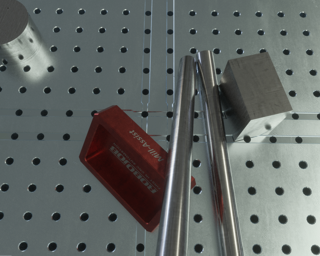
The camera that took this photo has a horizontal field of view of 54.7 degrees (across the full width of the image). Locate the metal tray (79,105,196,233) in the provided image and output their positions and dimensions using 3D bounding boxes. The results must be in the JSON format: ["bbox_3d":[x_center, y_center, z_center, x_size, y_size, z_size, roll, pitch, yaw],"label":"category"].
[{"bbox_3d":[-0.032,0.048,0.358,0.130,0.089,0.030,43,43,14],"label":"metal tray"}]

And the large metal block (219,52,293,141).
[{"bbox_3d":[0.116,-0.037,0.397,0.050,0.080,0.080,-13,71,-5],"label":"large metal block"}]

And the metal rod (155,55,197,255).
[{"bbox_3d":[0.024,0.008,0.340,0.025,0.025,0.300,7,44,2],"label":"metal rod"}]

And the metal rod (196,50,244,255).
[{"bbox_3d":[0.076,0.034,0.399,0.025,0.025,0.299,-4,70,-2],"label":"metal rod"}]

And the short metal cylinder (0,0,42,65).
[{"bbox_3d":[-0.221,-0.138,0.447,0.081,0.050,0.080,0,70,0],"label":"short metal cylinder"}]
